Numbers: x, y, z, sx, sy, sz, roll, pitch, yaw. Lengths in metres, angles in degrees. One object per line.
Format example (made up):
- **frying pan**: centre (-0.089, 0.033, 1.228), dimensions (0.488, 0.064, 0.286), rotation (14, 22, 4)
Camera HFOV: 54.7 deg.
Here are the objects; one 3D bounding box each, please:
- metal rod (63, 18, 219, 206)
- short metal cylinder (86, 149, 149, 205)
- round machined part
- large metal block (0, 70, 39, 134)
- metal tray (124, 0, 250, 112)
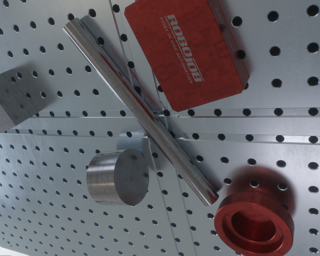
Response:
- **metal rod**: centre (-0.020, -0.015, 0.412), dimensions (0.025, 0.025, 0.300), rotation (-32, 101, 38)
- **short metal cylinder**: centre (-0.060, 0.072, 0.452), dimensions (0.050, 0.080, 0.080), rotation (-9, 114, 32)
- **round machined part**: centre (0.125, 0.123, 0.410), dimensions (0.098, 0.042, 0.097), rotation (13, 124, 21)
- **large metal block**: centre (-0.263, -0.039, 0.510), dimensions (0.080, 0.050, 0.080), rotation (-18, 109, 35)
- **metal tray**: centre (0.030, -0.089, 0.337), dimensions (0.090, 0.030, 0.130), rotation (-16, 110, 34)
